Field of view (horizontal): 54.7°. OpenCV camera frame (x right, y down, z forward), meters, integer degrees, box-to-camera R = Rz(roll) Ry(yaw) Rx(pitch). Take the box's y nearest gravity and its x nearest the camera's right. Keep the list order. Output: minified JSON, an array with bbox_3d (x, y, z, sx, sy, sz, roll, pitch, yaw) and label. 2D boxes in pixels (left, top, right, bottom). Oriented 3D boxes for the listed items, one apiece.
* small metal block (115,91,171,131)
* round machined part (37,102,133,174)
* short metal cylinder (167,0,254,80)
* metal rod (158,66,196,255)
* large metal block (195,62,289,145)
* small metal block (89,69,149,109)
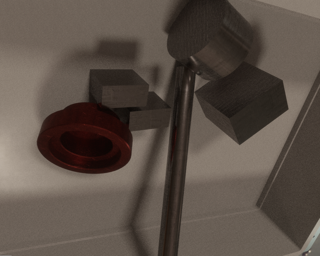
[{"bbox_3d":[-0.022,-0.021,0.369,0.050,0.050,0.025,-7,122,-25],"label":"small metal block"},{"bbox_3d":[-0.079,0.009,0.342,0.099,0.042,0.097,1,143,1],"label":"round machined part"},{"bbox_3d":[0.054,-0.100,0.343,0.050,0.080,0.080,27,104,-38],"label":"short metal cylinder"},{"bbox_3d":[0.018,0.074,0.389,0.025,0.025,0.298,5,92,-31],"label":"metal rod"},{"bbox_3d":[0.106,-0.037,0.411,0.080,0.080,0.050,-35,129,-5],"label":"large metal block"},{"bbox_3d":[-0.046,-0.045,0.341,0.050,0.050,0.025,-5,121,-26],"label":"small metal block"}]
